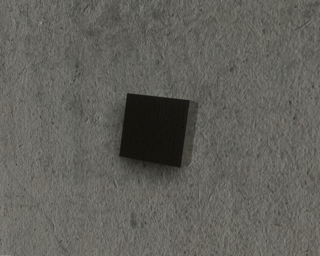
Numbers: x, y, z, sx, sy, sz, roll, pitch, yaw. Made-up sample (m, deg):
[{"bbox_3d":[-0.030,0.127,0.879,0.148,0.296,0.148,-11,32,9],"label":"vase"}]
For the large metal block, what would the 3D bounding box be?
[{"bbox_3d":[0.000,0.001,0.396,0.080,0.050,0.079,8,93,19],"label":"large metal block"}]
